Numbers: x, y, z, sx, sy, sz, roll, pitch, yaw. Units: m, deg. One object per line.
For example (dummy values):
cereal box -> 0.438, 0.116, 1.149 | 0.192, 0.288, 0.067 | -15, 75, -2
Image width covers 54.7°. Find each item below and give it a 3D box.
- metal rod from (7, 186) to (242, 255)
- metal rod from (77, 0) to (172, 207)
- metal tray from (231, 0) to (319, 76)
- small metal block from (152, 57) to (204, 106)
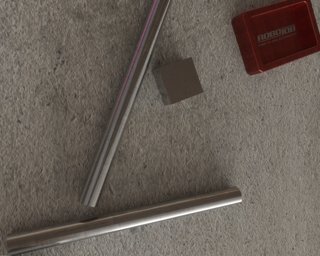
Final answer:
metal rod -> -0.029, 0.114, 0.399 | 0.303, 0.025, 0.025 | -7, 93, -20
metal rod -> -0.039, -0.048, 0.395 | 0.025, 0.025, 0.299 | 22, 83, -19
metal tray -> 0.182, -0.143, 0.475 | 0.131, 0.030, 0.090 | -22, 98, -19
small metal block -> 0.024, -0.063, 0.419 | 0.050, 0.025, 0.050 | -22, 98, -19
